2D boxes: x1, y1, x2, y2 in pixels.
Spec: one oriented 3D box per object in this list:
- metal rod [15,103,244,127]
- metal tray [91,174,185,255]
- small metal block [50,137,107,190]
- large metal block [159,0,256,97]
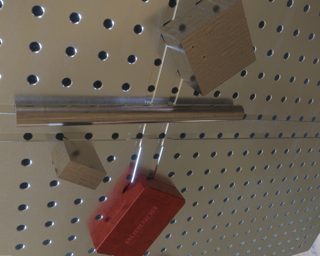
[{"bbox_3d":[-0.016,-0.018,0.392,0.303,0.025,0.025,-2,120,-28],"label":"metal rod"},{"bbox_3d":[-0.033,0.141,0.479,0.090,0.030,0.130,30,102,-38],"label":"metal tray"},{"bbox_3d":[-0.097,0.042,0.369,0.050,0.050,0.025,30,102,-38],"label":"small metal block"},{"bbox_3d":[0.058,-0.099,0.368,0.080,0.050,0.080,-35,129,-6],"label":"large metal block"}]
